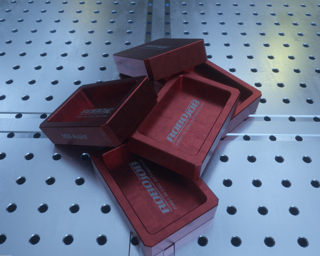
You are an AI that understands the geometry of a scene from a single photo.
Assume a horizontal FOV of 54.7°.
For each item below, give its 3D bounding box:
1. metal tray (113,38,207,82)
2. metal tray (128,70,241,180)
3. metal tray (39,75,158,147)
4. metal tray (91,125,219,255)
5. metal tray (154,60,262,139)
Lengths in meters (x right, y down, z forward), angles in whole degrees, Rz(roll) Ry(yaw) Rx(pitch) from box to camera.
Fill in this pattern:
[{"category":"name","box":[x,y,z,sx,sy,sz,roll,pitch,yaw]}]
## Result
[{"category":"metal tray","box":[-0.004,-0.103,0.452,0.091,0.030,0.130,-24,24,-20]},{"category":"metal tray","box":[0.032,-0.011,0.375,0.090,0.030,0.130,23,53,17]},{"category":"metal tray","box":[-0.077,-0.021,0.381,0.130,0.030,0.090,0,42,40]},{"category":"metal tray","box":[-0.009,0.063,0.351,0.091,0.030,0.130,-26,55,-21]},{"category":"metal tray","box":[0.066,-0.052,0.448,0.091,0.030,0.130,-36,59,-27]}]
